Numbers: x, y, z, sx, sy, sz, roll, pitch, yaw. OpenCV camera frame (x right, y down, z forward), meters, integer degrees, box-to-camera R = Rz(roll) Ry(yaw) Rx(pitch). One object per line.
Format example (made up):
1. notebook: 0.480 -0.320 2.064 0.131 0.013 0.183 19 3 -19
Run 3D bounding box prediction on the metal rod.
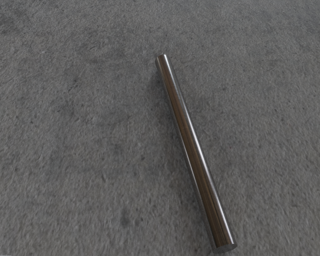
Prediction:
1. metal rod: 0.034 0.006 0.398 0.025 0.025 0.300 -9 51 -8
